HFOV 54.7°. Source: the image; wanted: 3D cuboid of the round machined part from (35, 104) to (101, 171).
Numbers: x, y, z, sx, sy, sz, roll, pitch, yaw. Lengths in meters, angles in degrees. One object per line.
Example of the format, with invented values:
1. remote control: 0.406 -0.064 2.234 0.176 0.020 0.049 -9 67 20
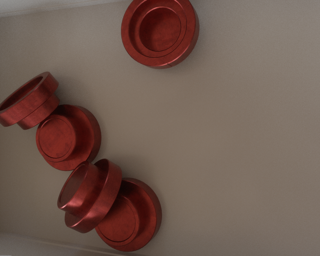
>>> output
1. round machined part: -0.139 0.014 0.451 0.098 0.042 0.097 0 90 20

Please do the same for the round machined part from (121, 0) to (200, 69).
1. round machined part: 0.003 -0.124 0.400 0.098 0.042 0.097 0 90 20

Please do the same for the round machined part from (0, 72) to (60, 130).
1. round machined part: -0.186 -0.035 0.448 0.098 0.098 0.042 -25 120 18

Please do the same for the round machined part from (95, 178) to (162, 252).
1. round machined part: -0.051 0.119 0.419 0.098 0.042 0.097 0 90 20

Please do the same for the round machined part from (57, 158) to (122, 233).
1. round machined part: -0.097 0.082 0.404 0.042 0.098 0.098 36 105 -24
